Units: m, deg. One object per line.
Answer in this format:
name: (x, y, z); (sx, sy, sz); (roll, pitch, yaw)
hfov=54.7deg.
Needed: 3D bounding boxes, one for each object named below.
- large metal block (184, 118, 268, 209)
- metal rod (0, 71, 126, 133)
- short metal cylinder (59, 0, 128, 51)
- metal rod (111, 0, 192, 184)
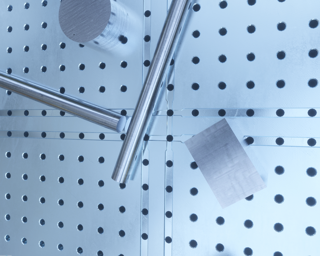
large metal block: (0.079, 0.036, 0.355); (0.050, 0.080, 0.080); (-32, 80, 17)
metal rod: (-0.188, -0.053, 0.478); (0.301, 0.025, 0.025); (20, 97, 18)
short metal cylinder: (-0.092, -0.153, 0.432); (0.080, 0.050, 0.079); (0, 90, 20)
metal rod: (-0.006, -0.068, 0.414); (0.025, 0.025, 0.298); (22, 97, 18)
